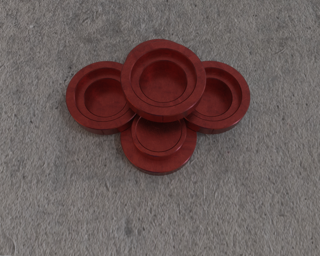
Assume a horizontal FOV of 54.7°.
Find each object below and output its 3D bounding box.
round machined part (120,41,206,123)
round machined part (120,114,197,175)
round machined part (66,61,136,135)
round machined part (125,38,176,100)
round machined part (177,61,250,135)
[{"bbox_3d":[0.004,-0.052,0.374,0.099,0.042,0.098,0,70,-1],"label":"round machined part"},{"bbox_3d":[-0.002,0.009,0.397,0.099,0.042,0.098,0,70,-1],"label":"round machined part"},{"bbox_3d":[-0.070,-0.036,0.413,0.099,0.042,0.098,0,70,-1],"label":"round machined part"},{"bbox_3d":[-0.001,-0.084,0.431,0.099,0.042,0.098,0,70,-1],"label":"round machined part"},{"bbox_3d":[0.066,-0.037,0.415,0.099,0.042,0.098,0,70,-1],"label":"round machined part"}]
